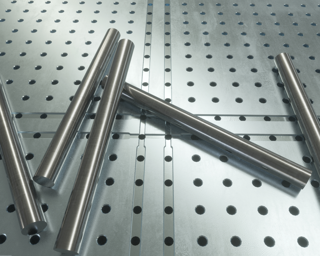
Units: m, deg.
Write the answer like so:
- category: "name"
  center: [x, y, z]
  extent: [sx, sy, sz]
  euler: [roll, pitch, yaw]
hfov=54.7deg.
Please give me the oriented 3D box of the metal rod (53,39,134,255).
- category: "metal rod"
  center: [-0.072, -0.002, 0.386]
  extent: [0.025, 0.025, 0.300]
  euler: [6, 57, 5]

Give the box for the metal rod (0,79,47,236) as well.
- category: "metal rod"
  center: [-0.201, 0.002, 0.403]
  extent: [0.025, 0.025, 0.300]
  euler: [-23, 54, -18]

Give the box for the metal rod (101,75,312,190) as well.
- category: "metal rod"
  center: [0.045, -0.004, 0.411]
  extent: [0.301, 0.025, 0.025]
  euler: [27, 55, 21]

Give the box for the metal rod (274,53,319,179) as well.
- category: "metal rod"
  center: [0.200, 0.002, 0.408]
  extent: [0.025, 0.025, 0.300]
  euler: [0, 50, -1]

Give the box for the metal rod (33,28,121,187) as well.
- category: "metal rod"
  center: [-0.107, -0.052, 0.449]
  extent: [0.025, 0.025, 0.300]
  euler: [8, 50, 6]
